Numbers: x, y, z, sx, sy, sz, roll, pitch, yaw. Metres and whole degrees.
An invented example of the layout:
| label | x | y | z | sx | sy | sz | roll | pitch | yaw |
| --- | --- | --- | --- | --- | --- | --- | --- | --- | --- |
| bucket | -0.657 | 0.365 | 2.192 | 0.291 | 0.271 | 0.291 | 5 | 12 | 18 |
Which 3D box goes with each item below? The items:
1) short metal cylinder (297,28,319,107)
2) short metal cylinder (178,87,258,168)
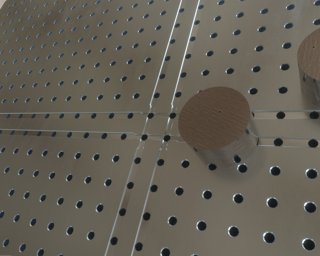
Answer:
| label | x | y | z | sx | sy | sz | roll | pitch | yaw |
| --- | --- | --- | --- | --- | --- | --- | --- | --- | --- |
| short metal cylinder | 0.193 | -0.066 | 0.331 | 0.080 | 0.050 | 0.080 | -13 | 56 | 21 |
| short metal cylinder | 0.068 | -0.001 | 0.357 | 0.080 | 0.050 | 0.080 | -13 | 56 | 21 |
